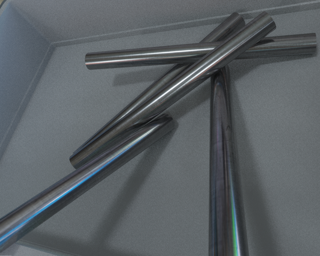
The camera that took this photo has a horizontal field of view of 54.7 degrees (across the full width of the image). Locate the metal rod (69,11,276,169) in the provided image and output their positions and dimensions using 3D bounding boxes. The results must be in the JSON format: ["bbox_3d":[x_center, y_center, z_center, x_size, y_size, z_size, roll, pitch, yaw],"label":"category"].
[{"bbox_3d":[0.009,-0.040,0.387,0.300,0.025,0.025,-36,51,9],"label":"metal rod"}]

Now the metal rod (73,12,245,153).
[{"bbox_3d":[0.000,-0.056,0.438,0.300,0.025,0.025,-41,51,-1],"label":"metal rod"}]

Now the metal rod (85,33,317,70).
[{"bbox_3d":[0.041,-0.100,0.413,0.301,0.025,0.025,-1,61,16],"label":"metal rod"}]

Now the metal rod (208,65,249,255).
[{"bbox_3d":[0.060,0.010,0.292,0.025,0.025,0.301,-15,32,19],"label":"metal rod"}]

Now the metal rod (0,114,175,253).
[{"bbox_3d":[-0.088,0.059,0.313,0.025,0.025,0.302,21,40,35],"label":"metal rod"}]
